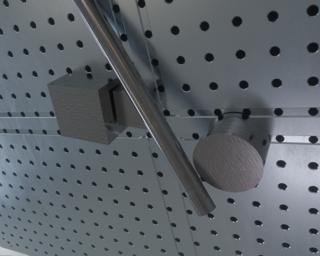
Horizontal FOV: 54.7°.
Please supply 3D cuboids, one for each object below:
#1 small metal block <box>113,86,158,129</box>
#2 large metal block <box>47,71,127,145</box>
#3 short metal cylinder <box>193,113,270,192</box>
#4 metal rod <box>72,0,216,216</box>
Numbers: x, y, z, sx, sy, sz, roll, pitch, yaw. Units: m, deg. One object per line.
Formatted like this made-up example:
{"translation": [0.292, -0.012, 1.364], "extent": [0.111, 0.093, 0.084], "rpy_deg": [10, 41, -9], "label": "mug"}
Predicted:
{"translation": [-0.031, -0.028, 0.410], "extent": [0.050, 0.025, 0.050], "rpy_deg": [9, 123, 23], "label": "small metal block"}
{"translation": [-0.098, -0.029, 0.429], "extent": [0.080, 0.050, 0.079], "rpy_deg": [9, 122, 23], "label": "large metal block"}
{"translation": [0.085, 0.029, 0.368], "extent": [0.080, 0.050, 0.079], "rpy_deg": [13, 124, 21], "label": "short metal cylinder"}
{"translation": [-0.019, -0.030, 0.369], "extent": [0.025, 0.025, 0.299], "rpy_deg": [-29, 92, 37], "label": "metal rod"}
